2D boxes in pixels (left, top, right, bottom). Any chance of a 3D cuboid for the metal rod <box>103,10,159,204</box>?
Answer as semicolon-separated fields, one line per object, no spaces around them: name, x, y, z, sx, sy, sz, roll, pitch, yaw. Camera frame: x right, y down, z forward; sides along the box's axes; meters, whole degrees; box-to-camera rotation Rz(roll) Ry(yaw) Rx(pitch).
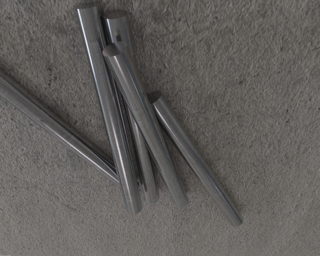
metal rod;-0.029;-0.001;0.405;0.025;0.025;0.298;-5;130;4

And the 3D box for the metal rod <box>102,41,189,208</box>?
metal rod;-0.004;0.022;0.404;0.025;0.025;0.299;-12;136;10

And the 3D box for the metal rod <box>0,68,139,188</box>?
metal rod;-0.132;0.002;0.407;0.025;0.025;0.300;-30;125;22

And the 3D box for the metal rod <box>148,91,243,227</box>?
metal rod;0.063;0.063;0.460;0.025;0.025;0.300;-23;127;18

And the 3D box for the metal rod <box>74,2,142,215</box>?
metal rod;-0.055;0.001;0.389;0.025;0.025;0.298;-5;125;4
